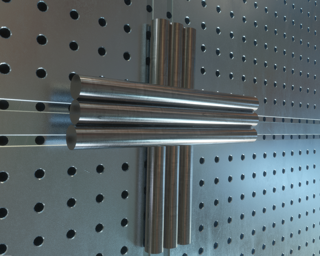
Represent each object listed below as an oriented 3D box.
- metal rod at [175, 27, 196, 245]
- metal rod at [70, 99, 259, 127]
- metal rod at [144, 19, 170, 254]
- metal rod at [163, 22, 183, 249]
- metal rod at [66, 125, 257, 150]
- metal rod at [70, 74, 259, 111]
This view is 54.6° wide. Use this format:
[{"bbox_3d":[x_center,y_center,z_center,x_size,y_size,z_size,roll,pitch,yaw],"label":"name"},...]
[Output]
[{"bbox_3d":[0.035,0.010,0.437,0.025,0.025,0.298,2,89,-40],"label":"metal rod"},{"bbox_3d":[0.032,-0.015,0.402,0.302,0.025,0.025,1,90,-40],"label":"metal rod"},{"bbox_3d":[-0.004,0.010,0.405,0.025,0.025,0.298,2,89,-40],"label":"metal rod"},{"bbox_3d":[0.015,0.009,0.421,0.025,0.025,0.298,2,89,-40],"label":"metal rod"},{"bbox_3d":[0.029,0.010,0.400,0.302,0.025,0.025,1,90,-40],"label":"metal rod"},{"bbox_3d":[0.033,-0.040,0.403,0.302,0.025,0.025,1,90,-40],"label":"metal rod"}]
